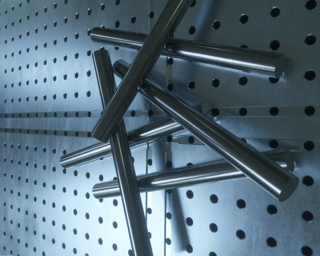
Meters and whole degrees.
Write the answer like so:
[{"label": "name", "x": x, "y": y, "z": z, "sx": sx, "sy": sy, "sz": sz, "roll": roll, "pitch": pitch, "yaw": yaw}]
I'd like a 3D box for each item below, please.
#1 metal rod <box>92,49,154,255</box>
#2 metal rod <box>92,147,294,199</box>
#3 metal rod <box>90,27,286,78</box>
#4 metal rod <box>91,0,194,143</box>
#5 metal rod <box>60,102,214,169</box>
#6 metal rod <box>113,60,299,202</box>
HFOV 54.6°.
[{"label": "metal rod", "x": -0.052, "y": 0.035, "z": 0.419, "sx": 0.025, "sy": 0.025, "sz": 0.299, "roll": -22, "pitch": 76, "yaw": 38}, {"label": "metal rod", "x": 0.015, "y": 0.065, "z": 0.397, "sx": 0.299, "sy": 0.025, "sz": 0.025, "roll": -17, "pitch": 79, "yaw": 38}, {"label": "metal rod", "x": 0.010, "y": -0.105, "z": 0.401, "sx": 0.300, "sy": 0.025, "sz": 0.025, "roll": 21, "pitch": 104, "yaw": 38}, {"label": "metal rod", "x": 0.000, "y": -0.112, "z": 0.375, "sx": 0.025, "sy": 0.025, "sz": 0.299, "roll": 40, "pitch": 104, "yaw": 33}, {"label": "metal rod", "x": -0.054, "y": 0.020, "z": 0.455, "sx": 0.299, "sy": 0.025, "sz": 0.025, "roll": -19, "pitch": 78, "yaw": 38}, {"label": "metal rod", "x": 0.023, "y": -0.019, "z": 0.358, "sx": 0.300, "sy": 0.025, "sz": 0.025, "roll": 40, "pitch": 115, "yaw": 43}]
